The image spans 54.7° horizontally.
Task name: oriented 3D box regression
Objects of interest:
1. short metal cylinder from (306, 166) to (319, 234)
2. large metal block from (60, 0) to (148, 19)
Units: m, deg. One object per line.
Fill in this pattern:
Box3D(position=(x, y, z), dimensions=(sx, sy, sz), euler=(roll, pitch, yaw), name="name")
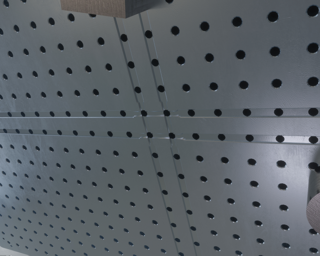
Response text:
Box3D(position=(0.205, 0.080, 0.337), dimensions=(0.080, 0.050, 0.079), euler=(13, 124, 21), name="short metal cylinder")
Box3D(position=(-0.060, -0.165, 0.324), dimensions=(0.080, 0.050, 0.079), euler=(15, 125, 20), name="large metal block")
